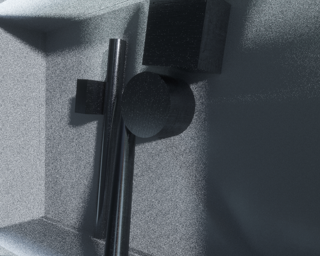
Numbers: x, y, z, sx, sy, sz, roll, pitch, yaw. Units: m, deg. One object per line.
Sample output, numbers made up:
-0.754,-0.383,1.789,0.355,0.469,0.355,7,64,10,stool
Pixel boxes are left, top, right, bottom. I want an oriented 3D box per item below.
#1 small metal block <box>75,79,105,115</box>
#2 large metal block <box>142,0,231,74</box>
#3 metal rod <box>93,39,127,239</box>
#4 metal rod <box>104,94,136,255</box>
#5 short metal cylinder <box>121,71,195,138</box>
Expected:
-0.099,-0.046,0.469,0.025,0.050,0.050,9,96,39,small metal block
0.030,-0.109,0.364,0.080,0.050,0.079,12,98,39,large metal block
-0.077,0.019,0.467,0.025,0.025,0.298,10,96,39,metal rod
-0.045,0.079,0.357,0.025,0.025,0.300,-30,45,36,metal rod
-0.003,-0.028,0.391,0.080,0.050,0.079,0,90,39,short metal cylinder
